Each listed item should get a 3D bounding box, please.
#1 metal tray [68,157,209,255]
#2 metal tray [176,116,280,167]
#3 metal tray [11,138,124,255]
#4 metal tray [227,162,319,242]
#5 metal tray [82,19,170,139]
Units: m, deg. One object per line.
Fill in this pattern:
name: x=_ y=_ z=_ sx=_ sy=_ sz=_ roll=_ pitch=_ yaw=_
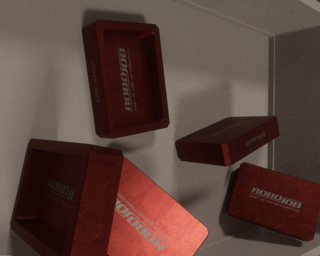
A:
metal tray: x=-0.025 y=0.104 z=0.333 sx=0.130 sy=0.030 sz=0.090 roll=39 pitch=57 yaw=13
metal tray: x=0.100 y=0.015 z=0.450 sx=0.131 sy=0.090 sz=0.030 roll=-22 pitch=104 yaw=-38
metal tray: x=-0.086 y=0.057 z=0.267 sx=0.030 sy=0.130 sz=0.090 roll=16 pitch=80 yaw=-40
metal tray: x=0.184 y=0.118 z=0.502 sx=0.030 sy=0.130 sz=0.090 roll=69 pitch=39 yaw=-68
metal tray: x=-0.038 y=-0.058 z=0.373 sx=0.091 sy=0.030 sz=0.129 roll=-11 pitch=98 yaw=-40
